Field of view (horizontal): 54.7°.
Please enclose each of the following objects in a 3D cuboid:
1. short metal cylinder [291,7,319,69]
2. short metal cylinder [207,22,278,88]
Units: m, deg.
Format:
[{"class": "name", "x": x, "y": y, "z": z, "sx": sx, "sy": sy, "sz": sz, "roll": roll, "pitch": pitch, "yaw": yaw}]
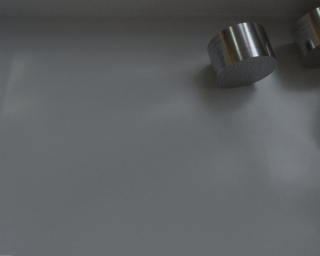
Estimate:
[{"class": "short metal cylinder", "x": 0.230, "y": -0.125, "z": 0.427, "sx": 0.081, "sy": 0.080, "sz": 0.050, "roll": -9, "pitch": 70, "yaw": -3}, {"class": "short metal cylinder", "x": 0.109, "y": -0.095, "z": 0.416, "sx": 0.081, "sy": 0.080, "sz": 0.050, "roll": -11, "pitch": 71, "yaw": -4}]
